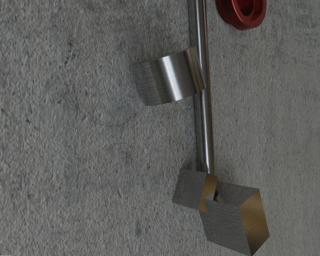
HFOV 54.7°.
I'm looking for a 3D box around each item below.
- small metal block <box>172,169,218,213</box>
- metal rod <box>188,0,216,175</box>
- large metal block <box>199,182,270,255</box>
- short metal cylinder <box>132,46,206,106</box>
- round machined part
[{"bbox_3d":[0.049,0.087,0.432,0.025,0.050,0.050,25,74,-38],"label":"small metal block"},{"bbox_3d":[0.063,-0.060,0.459,0.025,0.025,0.298,-7,94,-40],"label":"metal rod"},{"bbox_3d":[0.107,0.131,0.462,0.050,0.080,0.080,-27,107,-37],"label":"large metal block"},{"bbox_3d":[0.011,-0.064,0.380,0.081,0.080,0.050,-28,108,-37],"label":"short metal cylinder"},{"bbox_3d":[0.128,-0.208,0.503,0.099,0.042,0.097,0,90,-40],"label":"round machined part"}]
